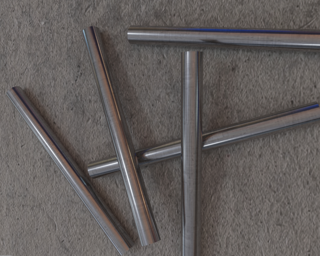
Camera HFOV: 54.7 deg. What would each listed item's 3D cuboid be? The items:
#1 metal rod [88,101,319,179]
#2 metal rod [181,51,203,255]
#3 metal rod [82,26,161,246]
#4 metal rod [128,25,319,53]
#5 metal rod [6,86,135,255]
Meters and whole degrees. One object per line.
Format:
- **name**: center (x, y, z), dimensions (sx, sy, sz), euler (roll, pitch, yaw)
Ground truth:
- **metal rod**: center (0.041, 0.021, 0.394), dimensions (0.301, 0.025, 0.025), euler (-16, 85, 19)
- **metal rod**: center (0.038, 0.061, 0.373), dimensions (0.025, 0.025, 0.298), euler (3, 99, 20)
- **metal rod**: center (-0.055, -0.001, 0.407), dimensions (0.025, 0.025, 0.299), euler (-23, 75, 18)
- **metal rod**: center (0.102, -0.107, 0.372), dimensions (0.301, 0.025, 0.025), euler (8, 93, 19)
- **metal rod**: center (-0.137, 0.055, 0.457), dimensions (0.025, 0.025, 0.300), euler (-43, 77, 15)
